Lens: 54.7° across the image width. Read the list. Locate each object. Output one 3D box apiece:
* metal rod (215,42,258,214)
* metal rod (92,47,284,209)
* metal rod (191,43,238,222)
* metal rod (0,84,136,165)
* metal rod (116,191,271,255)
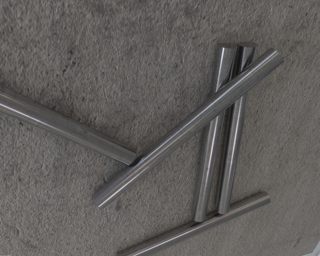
[{"bbox_3d":[0.113,0.019,0.479,0.025,0.025,0.298,-13,124,-21],"label":"metal rod"},{"bbox_3d":[0.031,0.005,0.404,0.300,0.025,0.025,-40,130,7],"label":"metal rod"},{"bbox_3d":[0.076,0.025,0.463,0.025,0.025,0.298,-10,123,-23],"label":"metal rod"},{"bbox_3d":[-0.143,-0.022,0.315,0.301,0.025,0.025,30,102,-38],"label":"metal rod"},{"bbox_3d":[0.070,0.176,0.553,0.302,0.025,0.025,-17,125,-19],"label":"metal rod"}]
